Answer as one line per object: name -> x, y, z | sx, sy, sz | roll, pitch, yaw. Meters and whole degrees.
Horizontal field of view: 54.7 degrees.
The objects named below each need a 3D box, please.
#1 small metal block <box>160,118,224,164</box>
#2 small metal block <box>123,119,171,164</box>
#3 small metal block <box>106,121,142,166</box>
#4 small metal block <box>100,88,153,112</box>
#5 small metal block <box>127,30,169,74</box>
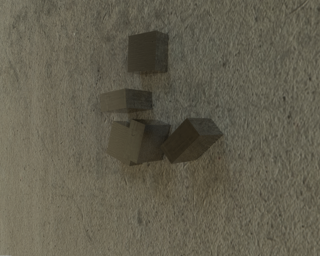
small metal block -> 0.037, 0.014, 0.358 | 0.050, 0.050, 0.025 | -49, 61, 29
small metal block -> -0.016, 0.016, 0.402 | 0.025, 0.050, 0.050 | 22, 104, 38
small metal block -> -0.047, 0.021, 0.444 | 0.050, 0.025, 0.050 | 22, 104, 38
small metal block -> -0.046, -0.036, 0.427 | 0.050, 0.050, 0.025 | -6, 87, 40
small metal block -> -0.017, -0.100, 0.419 | 0.050, 0.025, 0.050 | 3, 92, 40
